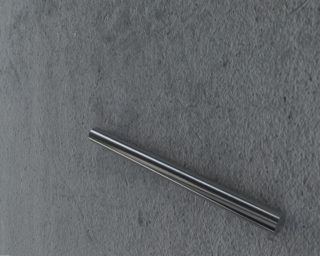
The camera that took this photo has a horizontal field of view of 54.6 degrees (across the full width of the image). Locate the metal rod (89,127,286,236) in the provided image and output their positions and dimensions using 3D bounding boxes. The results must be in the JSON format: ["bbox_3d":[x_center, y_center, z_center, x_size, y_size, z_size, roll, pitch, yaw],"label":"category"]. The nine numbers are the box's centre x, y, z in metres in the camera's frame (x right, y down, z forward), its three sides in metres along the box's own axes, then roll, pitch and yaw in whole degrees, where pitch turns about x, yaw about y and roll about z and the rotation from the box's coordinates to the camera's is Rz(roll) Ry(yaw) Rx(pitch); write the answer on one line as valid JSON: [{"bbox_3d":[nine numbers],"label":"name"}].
[{"bbox_3d":[0.008,0.053,0.399,0.300,0.025,0.025,21,103,38],"label":"metal rod"}]
